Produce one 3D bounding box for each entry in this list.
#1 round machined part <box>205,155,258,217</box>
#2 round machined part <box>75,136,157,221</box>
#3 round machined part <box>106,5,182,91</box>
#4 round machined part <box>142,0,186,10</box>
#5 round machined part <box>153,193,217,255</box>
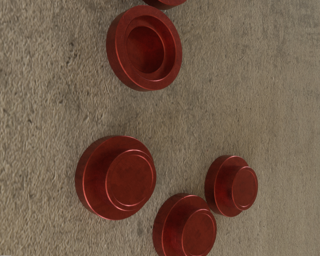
[{"bbox_3d":[0.120,0.093,0.494,0.099,0.042,0.097,0,90,-40],"label":"round machined part"},{"bbox_3d":[-0.043,0.058,0.358,0.099,0.042,0.097,0,90,-40],"label":"round machined part"},{"bbox_3d":[-0.023,-0.093,0.374,0.099,0.042,0.097,0,90,-40],"label":"round machined part"},{"bbox_3d":[-0.005,-0.198,0.389,0.099,0.042,0.097,0,90,-40],"label":"round machined part"},{"bbox_3d":[0.041,0.142,0.428,0.099,0.042,0.097,0,90,-40],"label":"round machined part"}]
